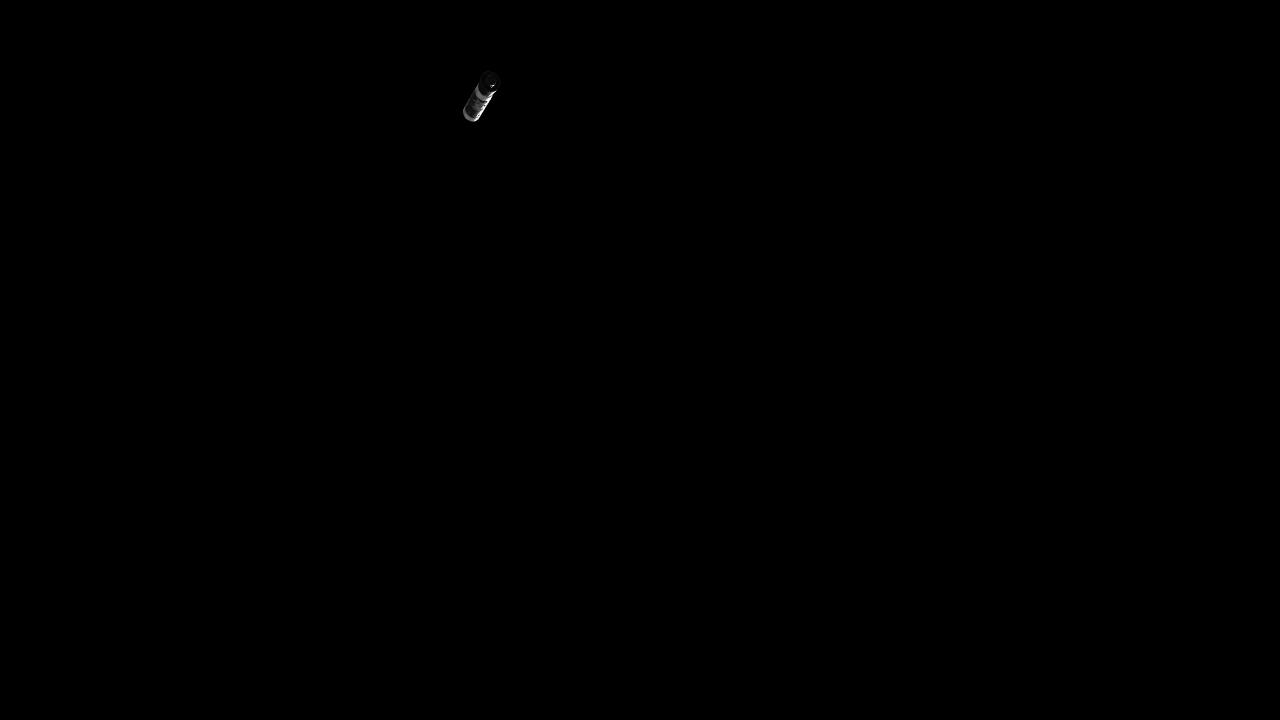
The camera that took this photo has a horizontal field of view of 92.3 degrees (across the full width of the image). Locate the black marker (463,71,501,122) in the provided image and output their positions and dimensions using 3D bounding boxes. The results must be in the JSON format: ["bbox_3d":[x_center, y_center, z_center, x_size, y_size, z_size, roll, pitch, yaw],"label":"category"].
[{"bbox_3d":[-0.162,-0.267,0.626,0.020,0.020,0.121,0,6,-24],"label":"black marker"}]
